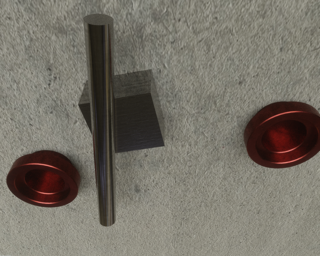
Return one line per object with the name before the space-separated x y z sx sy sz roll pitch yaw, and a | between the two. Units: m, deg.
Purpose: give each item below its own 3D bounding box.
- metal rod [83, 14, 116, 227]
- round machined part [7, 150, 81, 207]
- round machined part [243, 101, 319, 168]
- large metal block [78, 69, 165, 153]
metal rod | -0.065 0.021 0.358 0.025 0.025 0.298 4 130 -3
round machined part | -0.166 0.071 0.454 0.099 0.042 0.097 0 130 0
round machined part | 0.158 0.005 0.402 0.099 0.042 0.097 0 130 0
large metal block | -0.042 -0.018 0.375 0.080 0.050 0.080 -9 130 7
